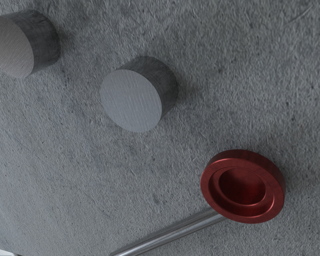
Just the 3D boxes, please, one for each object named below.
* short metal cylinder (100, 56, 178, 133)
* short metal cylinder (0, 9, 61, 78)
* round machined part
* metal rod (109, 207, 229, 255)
[{"bbox_3d":[-0.024,-0.041,0.377,0.080,0.050,0.079,13,124,20],"label":"short metal cylinder"},{"bbox_3d":[-0.183,-0.113,0.415,0.080,0.050,0.079,13,124,20],"label":"short metal cylinder"},{"bbox_3d":[0.103,0.067,0.382,0.098,0.042,0.097,13,124,20],"label":"round machined part"},{"bbox_3d":[0.001,0.184,0.518,0.025,0.025,0.299,47,129,-5],"label":"metal rod"}]
